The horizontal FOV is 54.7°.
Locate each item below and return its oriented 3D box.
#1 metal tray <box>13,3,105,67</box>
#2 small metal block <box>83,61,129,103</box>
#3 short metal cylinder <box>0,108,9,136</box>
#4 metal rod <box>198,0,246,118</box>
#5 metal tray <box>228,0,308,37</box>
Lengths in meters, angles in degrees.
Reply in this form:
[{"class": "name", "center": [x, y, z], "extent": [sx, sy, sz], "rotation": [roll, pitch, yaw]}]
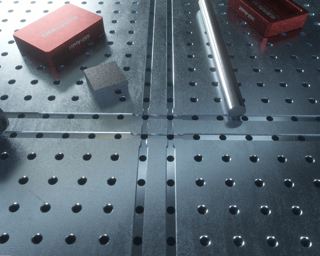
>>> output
[{"class": "metal tray", "center": [-0.173, -0.167, 0.543], "extent": [0.090, 0.030, 0.131], "rotation": [29, 56, 22]}, {"class": "small metal block", "center": [-0.081, -0.071, 0.466], "extent": [0.050, 0.025, 0.050], "rotation": [-21, 53, -17]}, {"class": "short metal cylinder", "center": [-0.236, -0.008, 0.377], "extent": [0.080, 0.080, 0.050], "rotation": [16, 52, 13]}, {"class": "metal rod", "center": [0.098, -0.137, 0.522], "extent": [0.025, 0.025, 0.300], "rotation": [-2, 50, -2]}, {"class": "metal tray", "center": [0.205, -0.231, 0.599], "extent": [0.091, 0.030, 0.130], "rotation": [-19, 53, -16]}]
